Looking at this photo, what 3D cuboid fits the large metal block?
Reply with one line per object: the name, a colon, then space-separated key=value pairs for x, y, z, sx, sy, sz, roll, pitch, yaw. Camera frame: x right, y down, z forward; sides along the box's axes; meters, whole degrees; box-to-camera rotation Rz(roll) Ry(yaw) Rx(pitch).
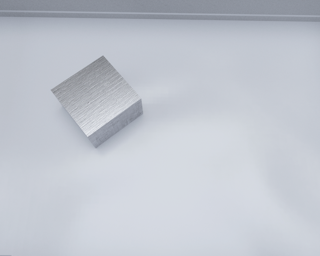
large metal block: x=-0.080 y=-0.034 z=0.408 sx=0.080 sy=0.050 sz=0.080 roll=-38 pitch=75 yaw=-13
